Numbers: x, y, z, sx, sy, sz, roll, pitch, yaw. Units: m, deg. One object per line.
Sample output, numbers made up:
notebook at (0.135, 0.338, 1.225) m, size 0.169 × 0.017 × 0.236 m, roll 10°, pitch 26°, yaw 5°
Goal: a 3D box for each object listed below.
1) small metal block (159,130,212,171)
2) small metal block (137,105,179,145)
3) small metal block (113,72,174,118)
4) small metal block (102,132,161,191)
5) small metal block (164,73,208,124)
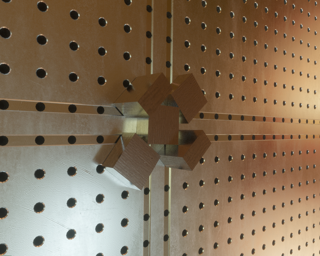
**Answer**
small metal block at (0.033, 0.029, 0.419) m, size 0.050 × 0.050 × 0.025 m, roll -50°, pitch 119°, yaw -28°
small metal block at (-0.002, -0.004, 0.405) m, size 0.050 × 0.025 × 0.050 m, roll 4°, pitch 86°, yaw -39°
small metal block at (-0.020, -0.039, 0.374) m, size 0.025 × 0.050 × 0.050 m, roll 52°, pitch 60°, yaw -28°
small metal block at (-0.034, 0.040, 0.379) m, size 0.050 × 0.025 × 0.050 m, roll 46°, pitch 62°, yaw -31°
small metal block at (0.034, -0.041, 0.436) m, size 0.050 × 0.025 × 0.050 m, roll -47°, pitch 118°, yaw -29°
